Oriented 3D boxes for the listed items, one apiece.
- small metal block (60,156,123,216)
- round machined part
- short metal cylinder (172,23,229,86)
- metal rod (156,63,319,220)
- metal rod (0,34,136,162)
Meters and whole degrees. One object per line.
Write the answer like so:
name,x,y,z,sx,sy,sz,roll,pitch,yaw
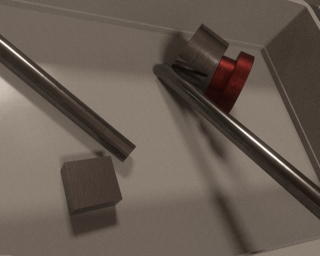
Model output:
small metal block,-0.074,0.061,0.330,0.050,0.025,0.050,-6,65,-31
round machined part,0.098,-0.068,0.458,0.042,0.097,0.098,25,51,5
short metal cylinder,0.060,-0.111,0.472,0.050,0.080,0.080,36,51,-5
metal rod,0.092,0.003,0.383,0.025,0.025,0.300,-17,48,-35
metal rod,-0.152,-0.064,0.363,0.300,0.025,0.025,40,51,-2
